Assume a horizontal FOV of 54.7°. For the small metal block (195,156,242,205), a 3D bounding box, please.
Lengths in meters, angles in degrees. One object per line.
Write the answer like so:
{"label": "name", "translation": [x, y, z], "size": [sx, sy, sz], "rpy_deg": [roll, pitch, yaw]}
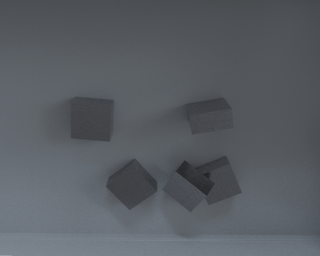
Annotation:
{"label": "small metal block", "translation": [0.081, 0.074, 0.439], "size": [0.050, 0.025, 0.050], "rpy_deg": [-23, 109, 8]}

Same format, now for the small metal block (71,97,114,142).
{"label": "small metal block", "translation": [-0.088, -0.012, 0.406], "size": [0.050, 0.025, 0.050], "rpy_deg": [5, 110, -2]}

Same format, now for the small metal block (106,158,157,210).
{"label": "small metal block", "translation": [-0.039, 0.080, 0.440], "size": [0.050, 0.025, 0.050], "rpy_deg": [-37, 106, 12]}

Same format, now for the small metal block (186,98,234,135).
{"label": "small metal block", "translation": [0.062, -0.016, 0.392], "size": [0.050, 0.050, 0.025], "rpy_deg": [-9, 110, 3]}

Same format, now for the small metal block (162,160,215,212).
{"label": "small metal block", "translation": [0.038, 0.080, 0.422], "size": [0.050, 0.025, 0.050], "rpy_deg": [38, 136, 8]}
